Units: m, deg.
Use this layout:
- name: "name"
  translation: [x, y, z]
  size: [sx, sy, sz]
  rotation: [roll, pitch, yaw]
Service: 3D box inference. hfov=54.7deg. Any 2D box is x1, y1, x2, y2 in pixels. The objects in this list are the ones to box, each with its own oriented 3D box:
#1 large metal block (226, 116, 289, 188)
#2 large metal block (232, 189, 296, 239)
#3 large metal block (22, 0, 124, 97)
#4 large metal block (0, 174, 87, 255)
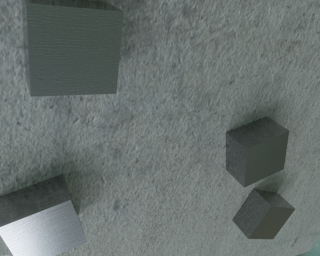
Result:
- name: "large metal block"
  translation: [0.155, 0.038, 0.502]
  size: [0.081, 0.050, 0.079]
  rotation: [-20, 127, -17]
- name: "large metal block"
  translation: [0.205, 0.171, 0.612]
  size: [0.081, 0.050, 0.080]
  rotation: [16, 110, -35]
- name: "large metal block"
  translation: [-0.085, -0.078, 0.297]
  size: [0.081, 0.050, 0.079]
  rotation: [-5, 121, -26]
- name: "large metal block"
  translation: [-0.145, 0.115, 0.384]
  size: [0.081, 0.050, 0.079]
  rotation: [-19, 126, -17]
